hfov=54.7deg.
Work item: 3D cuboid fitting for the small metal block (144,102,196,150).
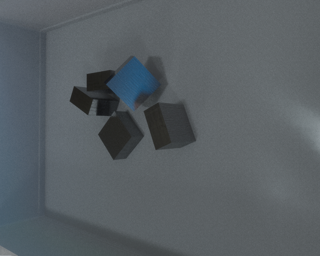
[{"bbox_3d":[0.013,-0.002,0.378,0.025,0.050,0.050,-28,73,36],"label":"small metal block"}]

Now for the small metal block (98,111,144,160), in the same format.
[{"bbox_3d":[-0.058,0.011,0.452,0.050,0.025,0.050,-51,61,27],"label":"small metal block"}]

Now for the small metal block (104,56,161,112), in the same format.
[{"bbox_3d":[-0.036,-0.058,0.404,0.050,0.050,0.025,-45,21,-1],"label":"small metal block"}]

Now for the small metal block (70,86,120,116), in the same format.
[{"bbox_3d":[-0.099,-0.040,0.470,0.050,0.050,0.025,33,111,35],"label":"small metal block"}]

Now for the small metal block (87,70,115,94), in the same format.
[{"bbox_3d":[-0.069,-0.065,0.445,0.050,0.050,0.025,0,90,40],"label":"small metal block"}]
